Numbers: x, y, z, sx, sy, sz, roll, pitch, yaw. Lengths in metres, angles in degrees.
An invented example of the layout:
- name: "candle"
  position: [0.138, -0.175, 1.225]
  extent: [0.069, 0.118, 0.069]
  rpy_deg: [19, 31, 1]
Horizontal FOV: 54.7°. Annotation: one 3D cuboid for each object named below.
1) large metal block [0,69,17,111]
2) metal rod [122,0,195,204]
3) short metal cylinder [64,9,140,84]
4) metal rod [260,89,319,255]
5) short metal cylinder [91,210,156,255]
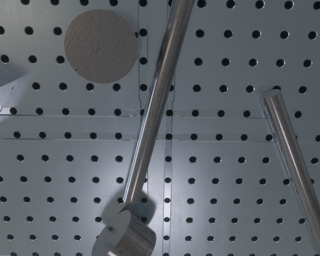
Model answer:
- name: "large metal block"
  position: [-0.241, -0.045, 0.381]
  extent: [0.080, 0.050, 0.080]
  rpy_deg: [33, 107, -12]
- name: "metal rod"
  position: [-0.005, -0.032, 0.401]
  extent: [0.025, 0.025, 0.298]
  rpy_deg: [14, 110, -5]
- name: "short metal cylinder"
  position: [-0.065, -0.097, 0.364]
  extent: [0.081, 0.050, 0.079]
  rpy_deg: [0, 110, 0]
- name: "metal rod"
  position: [0.205, 0.082, 0.445]
  extent: [0.025, 0.025, 0.299]
  rpy_deg: [-24, 109, 8]
- name: "short metal cylinder"
  position: [-0.052, 0.166, 0.445]
  extent: [0.080, 0.080, 0.050]
  rpy_deg: [-42, 105, 14]
